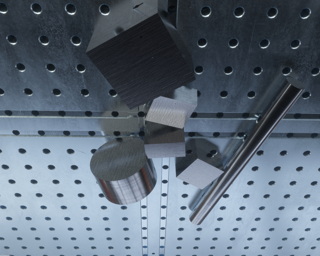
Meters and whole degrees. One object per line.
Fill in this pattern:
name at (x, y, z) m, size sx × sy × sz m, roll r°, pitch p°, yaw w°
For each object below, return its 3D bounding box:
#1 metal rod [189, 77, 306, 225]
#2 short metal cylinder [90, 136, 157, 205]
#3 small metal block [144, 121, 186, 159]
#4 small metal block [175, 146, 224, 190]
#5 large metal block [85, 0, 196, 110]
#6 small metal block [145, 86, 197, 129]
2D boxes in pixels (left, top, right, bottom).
metal rod at (0.113, 0.054, 0.459) m, size 0.025 × 0.025 × 0.298 m, roll 15°, pitch 129°, yaw -13°
short metal cylinder at (-0.048, 0.057, 0.424) m, size 0.080 × 0.080 × 0.050 m, roll -9°, pitch 130°, yaw 7°
small metal block at (0.006, 0.012, 0.406) m, size 0.050 × 0.050 × 0.025 m, roll -3°, pitch 130°, yaw 2°
small metal block at (0.059, 0.061, 0.464) m, size 0.050 × 0.025 × 0.050 m, roll 28°, pitch 125°, yaw -22°
large metal block at (-0.018, -0.077, 0.329) m, size 0.080 × 0.050 × 0.080 m, roll -23°, pitch 127°, yaw 18°
small metal block at (0.013, -0.028, 0.381) m, size 0.050 × 0.025 × 0.050 m, roll 13°, pitch 143°, yaw -12°
